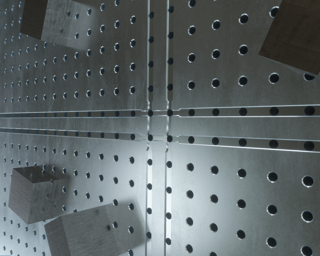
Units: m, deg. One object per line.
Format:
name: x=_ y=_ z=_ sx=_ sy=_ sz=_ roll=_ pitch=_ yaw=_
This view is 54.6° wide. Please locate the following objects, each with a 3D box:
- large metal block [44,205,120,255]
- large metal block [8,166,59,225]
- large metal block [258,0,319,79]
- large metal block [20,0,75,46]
large metal block: x=-0.118 y=0.171 z=0.473 sx=0.050 sy=0.081 sz=0.080 roll=-33 pitch=70 yaw=35
large metal block: x=-0.246 y=0.126 z=0.598 sx=0.080 sy=0.050 sz=0.080 roll=19 pitch=102 yaw=38
large metal block: x=0.137 y=-0.085 z=0.260 sx=0.050 sy=0.081 sz=0.080 roll=32 pitch=110 yaw=35
large metal block: x=-0.206 y=-0.202 z=0.566 sx=0.080 sy=0.050 sz=0.080 roll=26 pitch=107 yaw=37
